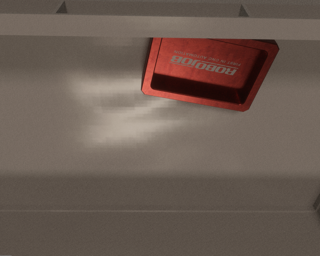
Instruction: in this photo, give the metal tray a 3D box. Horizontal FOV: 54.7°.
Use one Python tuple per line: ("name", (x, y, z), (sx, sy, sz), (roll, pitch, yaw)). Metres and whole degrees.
("metal tray", (0.051, -0.071, 0.345), (0.131, 0.030, 0.089), (9, 130, -9))
